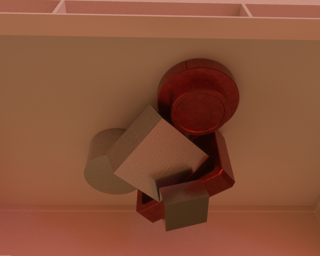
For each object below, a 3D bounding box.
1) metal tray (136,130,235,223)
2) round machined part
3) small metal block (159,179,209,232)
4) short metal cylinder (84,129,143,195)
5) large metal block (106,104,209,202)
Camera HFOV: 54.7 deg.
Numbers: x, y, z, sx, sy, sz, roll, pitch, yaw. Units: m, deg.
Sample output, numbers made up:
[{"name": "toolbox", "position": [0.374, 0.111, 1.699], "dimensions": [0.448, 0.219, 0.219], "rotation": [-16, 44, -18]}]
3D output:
[{"name": "metal tray", "position": [0.029, 0.061, 0.416], "dimensions": [0.130, 0.090, 0.030], "rotation": [-31, 123, 23]}, {"name": "round machined part", "position": [0.046, -0.029, 0.371], "dimensions": [0.099, 0.042, 0.097], "rotation": [-1, 130, 0]}, {"name": "small metal block", "position": [0.028, 0.090, 0.359], "dimensions": [0.050, 0.025, 0.050], "rotation": [-10, 130, -9]}, {"name": "short metal cylinder", "position": [-0.060, 0.048, 0.430], "dimensions": [0.081, 0.050, 0.079], "rotation": [0, 130, 0]}, {"name": "large metal block", "position": [-0.004, 0.032, 0.371], "dimensions": [0.080, 0.050, 0.080], "rotation": [39, 95, -28]}]
